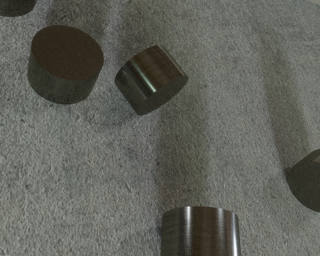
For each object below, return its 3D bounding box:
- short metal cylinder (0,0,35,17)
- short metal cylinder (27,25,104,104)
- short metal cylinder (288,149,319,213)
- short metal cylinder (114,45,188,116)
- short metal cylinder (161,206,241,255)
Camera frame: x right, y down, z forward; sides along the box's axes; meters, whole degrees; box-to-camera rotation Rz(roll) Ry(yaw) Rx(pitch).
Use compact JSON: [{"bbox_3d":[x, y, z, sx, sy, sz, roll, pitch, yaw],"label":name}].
[{"bbox_3d":[-0.200,-0.191,0.396,0.081,0.050,0.080,14,56,-21],"label":"short metal cylinder"},{"bbox_3d":[-0.114,-0.075,0.372,0.081,0.050,0.080,14,56,-21],"label":"short metal cylinder"},{"bbox_3d":[0.237,0.075,0.450,0.050,0.080,0.080,-22,74,-36],"label":"short metal cylinder"},{"bbox_3d":[-0.011,-0.060,0.399,0.081,0.080,0.050,-29,78,-37],"label":"short metal cylinder"},{"bbox_3d":[0.041,0.118,0.319,0.081,0.080,0.050,16,55,-19],"label":"short metal cylinder"}]
